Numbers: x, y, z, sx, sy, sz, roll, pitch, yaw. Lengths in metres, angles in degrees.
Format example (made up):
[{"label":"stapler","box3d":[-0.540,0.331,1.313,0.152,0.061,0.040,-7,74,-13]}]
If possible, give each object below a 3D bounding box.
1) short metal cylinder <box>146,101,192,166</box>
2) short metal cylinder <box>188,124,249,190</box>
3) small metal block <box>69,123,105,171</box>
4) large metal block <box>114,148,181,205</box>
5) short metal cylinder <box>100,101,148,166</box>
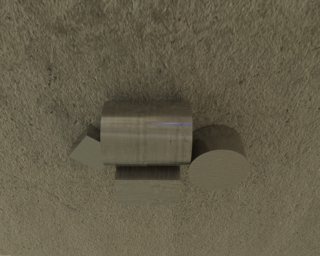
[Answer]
[{"label":"short metal cylinder","box3d":[0.010,0.006,0.379,0.050,0.080,0.079,1,130,-1]},{"label":"short metal cylinder","box3d":[0.077,0.041,0.427,0.081,0.050,0.079,0,130,0]},{"label":"small metal block","box3d":[-0.090,0.028,0.432,0.050,0.025,0.050,30,124,-24]},{"label":"large metal block","box3d":[-0.015,0.056,0.421,0.081,0.080,0.050,1,130,-1]},{"label":"short metal cylinder","box3d":[-0.040,0.007,0.379,0.050,0.080,0.079,1,130,-1]}]
